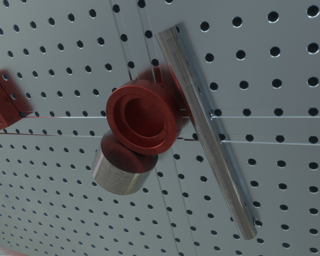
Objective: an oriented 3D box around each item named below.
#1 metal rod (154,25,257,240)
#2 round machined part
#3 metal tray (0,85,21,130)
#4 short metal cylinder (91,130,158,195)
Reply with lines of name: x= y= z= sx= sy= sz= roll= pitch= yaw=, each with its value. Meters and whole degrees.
metal rod: x=0.065 y=0.020 z=0.389 sx=0.025 sy=0.025 sz=0.299 roll=-12 pitch=112 yaw=33
round machined part: x=-0.016 y=-0.017 z=0.399 sx=0.098 sy=0.042 sz=0.097 roll=13 pitch=124 yaw=21
metal tray: x=-0.318 y=-0.033 z=0.555 sx=0.130 sy=0.030 sz=0.090 roll=-16 pitch=110 yaw=34
short metal cylinder: x=-0.049 y=0.045 z=0.430 sx=0.080 sy=0.080 sz=0.050 roll=34 pitch=129 yaw=6
